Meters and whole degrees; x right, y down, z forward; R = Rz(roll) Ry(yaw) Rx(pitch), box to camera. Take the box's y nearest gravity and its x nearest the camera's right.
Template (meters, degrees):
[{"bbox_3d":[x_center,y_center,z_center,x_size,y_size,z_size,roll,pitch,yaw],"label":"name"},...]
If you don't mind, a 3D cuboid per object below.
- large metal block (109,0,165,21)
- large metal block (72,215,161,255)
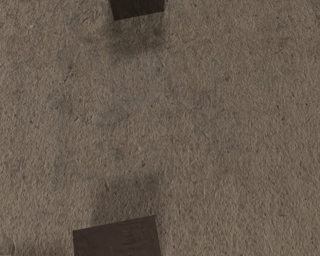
[{"bbox_3d":[-0.038,-0.212,0.456,0.081,0.080,0.050,-13,71,-5],"label":"large metal block"},{"bbox_3d":[-0.041,0.129,0.331,0.081,0.080,0.050,-10,71,-4],"label":"large metal block"}]
